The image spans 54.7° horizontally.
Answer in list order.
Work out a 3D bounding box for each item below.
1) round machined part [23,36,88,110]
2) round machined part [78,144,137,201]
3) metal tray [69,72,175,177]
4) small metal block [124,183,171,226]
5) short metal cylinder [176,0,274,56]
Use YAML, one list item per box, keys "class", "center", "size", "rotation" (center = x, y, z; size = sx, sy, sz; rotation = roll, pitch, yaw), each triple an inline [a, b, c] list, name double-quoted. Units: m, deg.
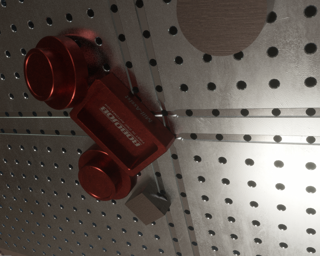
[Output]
- class: "round machined part"
  center: [-0.143, -0.071, 0.410]
  size: [0.098, 0.042, 0.097]
  rotation: [12, 109, 36]
- class: "round machined part"
  center: [-0.090, 0.077, 0.493]
  size: [0.098, 0.042, 0.097]
  rotation: [13, 124, 20]
- class: "metal tray"
  center: [-0.055, -0.002, 0.433]
  size: [0.130, 0.030, 0.090]
  rotation: [46, 129, -4]
- class: "small metal block"
  center: [-0.020, 0.122, 0.496]
  size: [0.050, 0.025, 0.050]
  rotation: [46, 129, -5]
- class: "short metal cylinder"
  center: [0.062, -0.114, 0.291]
  size: [0.080, 0.050, 0.079]
  rotation: [13, 124, 20]
